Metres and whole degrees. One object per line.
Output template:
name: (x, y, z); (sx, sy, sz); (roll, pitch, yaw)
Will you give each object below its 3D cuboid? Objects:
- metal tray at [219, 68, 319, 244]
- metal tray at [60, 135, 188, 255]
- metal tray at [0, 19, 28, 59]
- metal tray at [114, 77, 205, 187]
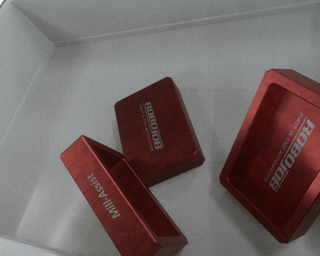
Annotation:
metal tray: (0.112, 0.024, 0.274); (0.090, 0.030, 0.129); (46, 130, 42)
metal tray: (-0.034, 0.071, 0.307); (0.030, 0.090, 0.130); (-43, 64, 3)
metal tray: (-0.384, -0.214, 0.733); (0.130, 0.030, 0.090); (16, 70, 34)
metal tray: (-0.005, 0.003, 0.402); (0.090, 0.030, 0.130); (-25, 53, 12)
